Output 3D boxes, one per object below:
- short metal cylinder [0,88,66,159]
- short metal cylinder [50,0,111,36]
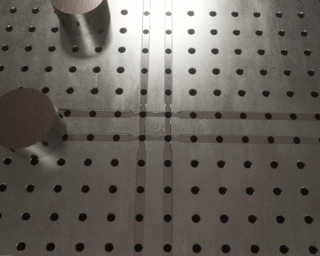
[{"bbox_3d":[-0.168,-0.005,0.398,0.081,0.050,0.080,0,70,0],"label":"short metal cylinder"},{"bbox_3d":[-0.118,-0.187,0.465,0.081,0.050,0.080,0,70,0],"label":"short metal cylinder"}]
